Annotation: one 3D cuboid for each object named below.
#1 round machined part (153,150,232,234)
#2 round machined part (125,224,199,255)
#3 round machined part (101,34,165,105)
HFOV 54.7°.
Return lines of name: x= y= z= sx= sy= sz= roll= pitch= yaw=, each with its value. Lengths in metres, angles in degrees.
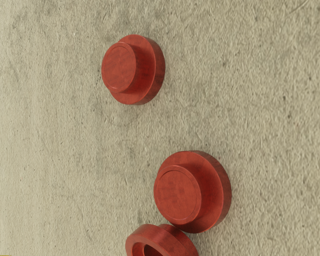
round machined part: x=0.031 y=0.076 z=0.368 sx=0.098 sy=0.042 sz=0.097 roll=0 pitch=90 yaw=40
round machined part: x=0.008 y=0.156 z=0.372 sx=0.098 sy=0.042 sz=0.097 roll=23 pitch=128 yaw=33
round machined part: x=-0.044 y=-0.081 z=0.430 sx=0.098 sy=0.042 sz=0.097 roll=0 pitch=90 yaw=40
